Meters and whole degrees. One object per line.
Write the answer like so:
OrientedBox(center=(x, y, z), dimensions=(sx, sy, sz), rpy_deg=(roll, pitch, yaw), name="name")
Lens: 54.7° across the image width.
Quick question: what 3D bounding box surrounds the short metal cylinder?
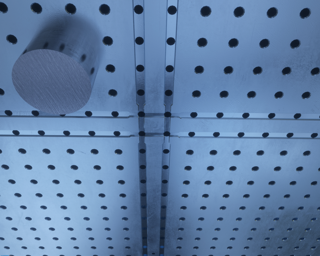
OrientedBox(center=(-0.112, -0.061, 0.341), dimensions=(0.081, 0.050, 0.079), rpy_deg=(0, 130, 0), name="short metal cylinder")
